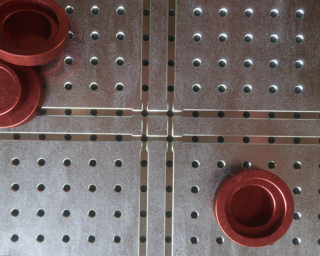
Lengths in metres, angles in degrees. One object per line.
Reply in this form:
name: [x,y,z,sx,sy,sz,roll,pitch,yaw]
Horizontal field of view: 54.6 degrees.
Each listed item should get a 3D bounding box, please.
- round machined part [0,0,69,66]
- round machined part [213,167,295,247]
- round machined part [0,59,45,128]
round machined part: [-0.166,-0.120,0.392,0.099,0.042,0.098,5,67,-12]
round machined part: [0.119,0.100,0.406,0.099,0.042,0.097,0,90,0]
round machined part: [-0.206,-0.049,0.404,0.099,0.042,0.097,0,90,0]
